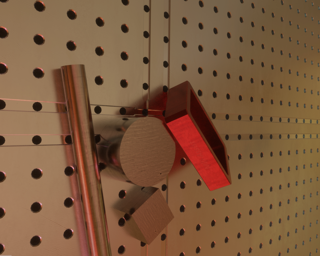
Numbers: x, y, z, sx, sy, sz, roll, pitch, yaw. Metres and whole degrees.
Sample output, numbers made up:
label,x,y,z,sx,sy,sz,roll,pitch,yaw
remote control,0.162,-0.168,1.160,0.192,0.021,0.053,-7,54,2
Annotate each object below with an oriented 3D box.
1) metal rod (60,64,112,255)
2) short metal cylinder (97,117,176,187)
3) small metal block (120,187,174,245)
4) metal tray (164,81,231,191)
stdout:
label,x,y,z,sx,sy,sz,roll,pitch,yaw
metal rod,-0.076,0.081,0.347,0.025,0.025,0.298,-12,98,-40
short metal cylinder,-0.028,0.027,0.371,0.081,0.050,0.079,0,90,-40
small metal block,-0.015,0.111,0.399,0.050,0.025,0.050,-40,114,-33
metal tray,0.054,0.010,0.422,0.130,0.030,0.090,56,22,-25
